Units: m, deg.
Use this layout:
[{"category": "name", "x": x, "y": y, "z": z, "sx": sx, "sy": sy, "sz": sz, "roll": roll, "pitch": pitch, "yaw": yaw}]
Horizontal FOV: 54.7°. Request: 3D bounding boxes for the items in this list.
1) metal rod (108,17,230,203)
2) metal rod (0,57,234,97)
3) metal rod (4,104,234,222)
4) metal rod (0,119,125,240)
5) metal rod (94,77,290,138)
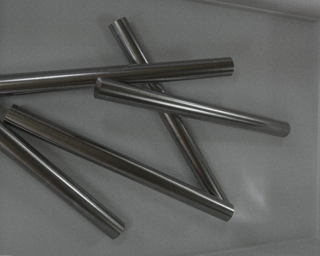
[{"category": "metal rod", "x": 0.020, "y": -0.007, "z": 0.418, "sx": 0.025, "sy": 0.025, "sz": 0.299, "roll": -34, "pitch": 101, "yaw": -17}, {"category": "metal rod", "x": -0.056, "y": -0.061, "z": 0.369, "sx": 0.302, "sy": 0.025, "sz": 0.025, "roll": -7, "pitch": 93, "yaw": -13}, {"category": "metal rod", "x": -0.038, "y": 0.049, "z": 0.384, "sx": 0.301, "sy": 0.025, "sz": 0.025, "roll": 27, "pitch": 81, "yaw": -14}, {"category": "metal rod", "x": -0.154, "y": 0.028, "z": 0.346, "sx": 0.300, "sy": 0.025, "sz": 0.025, "roll": 45, "pitch": 76, "yaw": -18}, {"category": "metal rod", "x": 0.062, "y": -0.021, "z": 0.414, "sx": 0.302, "sy": 0.025, "sz": 0.025, "roll": 10, "pitch": 87, "yaw": -28}]
